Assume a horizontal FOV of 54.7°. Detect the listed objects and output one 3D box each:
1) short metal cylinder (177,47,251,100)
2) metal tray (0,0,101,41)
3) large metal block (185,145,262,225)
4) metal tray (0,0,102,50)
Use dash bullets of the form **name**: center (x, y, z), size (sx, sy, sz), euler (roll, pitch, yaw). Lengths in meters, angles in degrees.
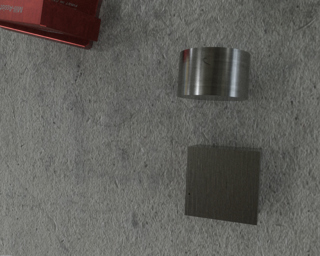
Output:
- **short metal cylinder**: center (0.062, -0.059, 0.358), size (0.080, 0.080, 0.050), euler (4, 92, 20)
- **metal tray**: center (-0.156, -0.146, 0.414), size (0.130, 0.091, 0.030), euler (17, 101, 31)
- **large metal block**: center (0.077, 0.063, 0.369), size (0.080, 0.050, 0.079), euler (3, 91, 20)
- **metal tray**: center (-0.153, -0.170, 0.433), size (0.131, 0.030, 0.089), euler (13, 95, -5)
